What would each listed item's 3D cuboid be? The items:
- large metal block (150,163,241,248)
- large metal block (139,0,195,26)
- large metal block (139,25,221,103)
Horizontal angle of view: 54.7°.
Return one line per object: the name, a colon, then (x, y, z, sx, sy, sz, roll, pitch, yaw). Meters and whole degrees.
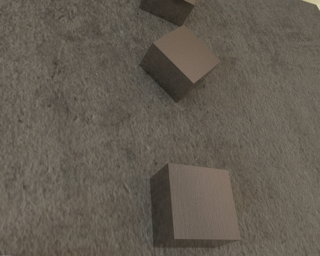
large metal block: (0.037, 0.091, 0.354, 0.081, 0.050, 0.080, 10, 58, -23)
large metal block: (0.015, -0.236, 0.542, 0.081, 0.050, 0.080, 19, 54, -18)
large metal block: (0.031, -0.097, 0.466, 0.080, 0.050, 0.080, 46, 51, 3)
